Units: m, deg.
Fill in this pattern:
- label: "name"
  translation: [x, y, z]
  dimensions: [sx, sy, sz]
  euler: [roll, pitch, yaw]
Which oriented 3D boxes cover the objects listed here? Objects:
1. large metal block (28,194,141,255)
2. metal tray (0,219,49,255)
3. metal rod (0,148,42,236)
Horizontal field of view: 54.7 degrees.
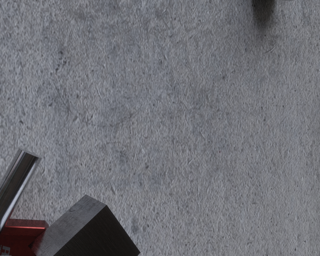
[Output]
- label: "large metal block"
  translation: [-0.082, 0.136, 0.347]
  dimensions: [0.080, 0.050, 0.080]
  euler: [-42, 118, -29]
- label: "metal tray"
  translation: [-0.180, 0.168, 0.340]
  dimensions: [0.091, 0.030, 0.129]
  euler: [10, 87, -20]
- label: "metal rod"
  translation: [-0.200, 0.159, 0.302]
  dimensions: [0.025, 0.025, 0.299]
  euler: [29, 81, -18]
